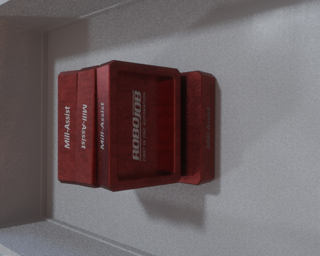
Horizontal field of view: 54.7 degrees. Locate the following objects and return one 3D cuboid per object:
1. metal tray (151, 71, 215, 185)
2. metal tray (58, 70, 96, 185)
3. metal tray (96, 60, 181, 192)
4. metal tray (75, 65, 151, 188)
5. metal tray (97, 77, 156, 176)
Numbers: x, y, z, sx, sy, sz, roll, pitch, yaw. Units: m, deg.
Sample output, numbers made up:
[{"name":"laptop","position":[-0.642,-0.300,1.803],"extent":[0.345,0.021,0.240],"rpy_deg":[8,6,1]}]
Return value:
[{"name":"metal tray","position":[0.021,-0.001,0.384],"extent":[0.090,0.030,0.129],"rpy_deg":[1,90,40]},{"name":"metal tray","position":[-0.084,-0.001,0.389],"extent":[0.030,0.090,0.129],"rpy_deg":[0,90,27]},{"name":"metal tray","position":[-0.021,-0.002,0.337],"extent":[0.030,0.091,0.129],"rpy_deg":[0,90,54]},{"name":"metal tray","position":[-0.052,0.000,0.364],"extent":[0.030,0.091,0.129],"rpy_deg":[0,88,40]},{"name":"metal tray","position":[-0.049,-0.003,0.441],"extent":[0.090,0.030,0.129],"rpy_deg":[1,90,40]}]
